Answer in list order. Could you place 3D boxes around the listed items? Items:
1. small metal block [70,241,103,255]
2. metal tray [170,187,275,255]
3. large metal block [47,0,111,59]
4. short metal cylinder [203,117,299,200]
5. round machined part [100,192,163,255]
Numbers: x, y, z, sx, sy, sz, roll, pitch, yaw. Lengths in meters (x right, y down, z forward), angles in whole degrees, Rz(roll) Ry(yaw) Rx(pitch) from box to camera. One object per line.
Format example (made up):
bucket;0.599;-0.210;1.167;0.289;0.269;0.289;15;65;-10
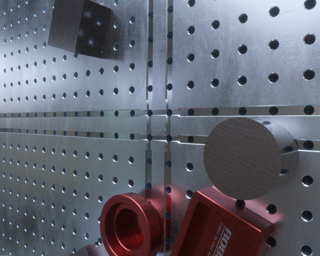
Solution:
small metal block;-0.116;0.221;0.506;0.050;0.025;0.050;-39;66;33
metal tray;0.062;0.146;0.355;0.090;0.030;0.129;28;107;36
large metal block;-0.133;-0.164;0.503;0.080;0.050;0.079;23;105;37
short metal cylinder;0.092;0.029;0.317;0.080;0.050;0.080;0;90;40
round machined part;-0.035;0.138;0.428;0.098;0.042;0.097;0;90;40
